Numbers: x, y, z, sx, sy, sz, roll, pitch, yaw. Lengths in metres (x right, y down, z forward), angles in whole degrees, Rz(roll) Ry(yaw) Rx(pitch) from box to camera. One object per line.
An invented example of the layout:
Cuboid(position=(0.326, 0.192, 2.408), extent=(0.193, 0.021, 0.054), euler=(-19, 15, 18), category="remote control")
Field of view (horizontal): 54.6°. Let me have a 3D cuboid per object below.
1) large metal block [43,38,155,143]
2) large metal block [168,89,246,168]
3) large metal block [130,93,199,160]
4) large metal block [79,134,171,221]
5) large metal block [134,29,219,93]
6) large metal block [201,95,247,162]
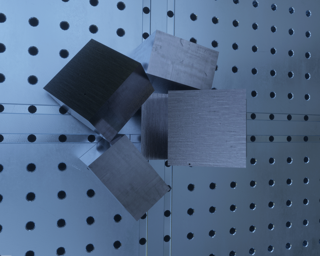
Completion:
Cuboid(position=(-0.068, -0.044, 0.351), extent=(0.080, 0.080, 0.050), euler=(-51, 150, -13), category="large metal block")
Cuboid(position=(0.054, 0.000, 0.345), extent=(0.080, 0.050, 0.080), euler=(0, 89, 14), category="large metal block")
Cuboid(position=(0.007, -0.002, 0.402), extent=(0.081, 0.050, 0.080), euler=(1, 90, -20), category="large metal block")
Cuboid(position=(-0.045, 0.053, 0.365), extent=(0.050, 0.080, 0.080), euler=(-42, 104, -16), category="large metal block")
Cuboid(position=(0.014, -0.075, 0.389), extent=(0.081, 0.080, 0.050), euler=(14, 85, -19), category="large metal block")
Cuboid(position=(0.086, 0.000, 0.406), extent=(0.050, 0.080, 0.080), euler=(0, 90, 18), category="large metal block")
